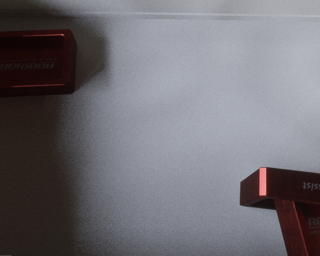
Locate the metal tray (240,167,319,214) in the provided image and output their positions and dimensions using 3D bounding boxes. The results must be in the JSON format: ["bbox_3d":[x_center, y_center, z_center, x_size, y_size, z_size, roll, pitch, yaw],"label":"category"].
[{"bbox_3d":[0.166,0.076,0.349,0.131,0.090,0.030,7,70,2],"label":"metal tray"}]

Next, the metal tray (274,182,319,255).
[{"bbox_3d":[0.197,0.105,0.345,0.131,0.030,0.090,-1,70,-20],"label":"metal tray"}]

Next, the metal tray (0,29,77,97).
[{"bbox_3d":[-0.188,-0.092,0.438,0.131,0.030,0.090,-3,70,-2],"label":"metal tray"}]
